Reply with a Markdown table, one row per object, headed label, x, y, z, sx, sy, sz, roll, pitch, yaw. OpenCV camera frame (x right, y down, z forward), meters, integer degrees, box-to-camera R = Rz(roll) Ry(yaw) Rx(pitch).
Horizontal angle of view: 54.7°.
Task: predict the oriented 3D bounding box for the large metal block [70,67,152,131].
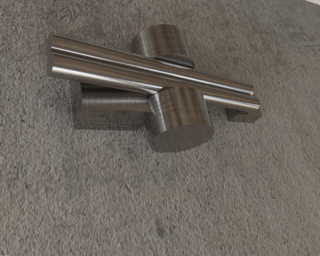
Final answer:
| label | x | y | z | sx | sy | sz | roll | pitch | yaw |
| --- | --- | --- | --- | --- | --- | --- | --- | --- | --- |
| large metal block | -0.064 | -0.043 | 0.382 | 0.081 | 0.050 | 0.080 | 2 | 61 | -27 |

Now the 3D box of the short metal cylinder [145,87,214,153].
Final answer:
| label | x | y | z | sx | sy | sz | roll | pitch | yaw |
| --- | --- | --- | --- | --- | --- | --- | --- | --- | --- |
| short metal cylinder | 0.022 | -0.008 | 0.386 | 0.081 | 0.080 | 0.050 | 1 | 61 | -28 |

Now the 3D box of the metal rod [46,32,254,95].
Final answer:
| label | x | y | z | sx | sy | sz | roll | pitch | yaw |
| --- | --- | --- | --- | --- | --- | --- | --- | --- | --- |
| metal rod | 0.012 | -0.071 | 0.398 | 0.302 | 0.025 | 0.025 | 6 | 59 | -34 |

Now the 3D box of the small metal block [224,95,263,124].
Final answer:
| label | x | y | z | sx | sy | sz | roll | pitch | yaw |
| --- | --- | --- | --- | --- | --- | --- | --- | --- | --- |
| small metal block | 0.130 | -0.036 | 0.497 | 0.050 | 0.025 | 0.050 | 3 | 61 | -27 |

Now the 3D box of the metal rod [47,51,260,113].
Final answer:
| label | x | y | z | sx | sy | sz | roll | pitch | yaw |
| --- | --- | --- | --- | --- | --- | --- | --- | --- | --- |
| metal rod | 0.017 | -0.049 | 0.387 | 0.302 | 0.025 | 0.025 | 6 | 59 | -34 |

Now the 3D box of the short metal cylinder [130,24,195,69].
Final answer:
| label | x | y | z | sx | sy | sz | roll | pitch | yaw |
| --- | --- | --- | --- | --- | --- | --- | --- | --- | --- |
| short metal cylinder | 0.003 | -0.096 | 0.430 | 0.081 | 0.080 | 0.050 | 1 | 61 | -28 |
